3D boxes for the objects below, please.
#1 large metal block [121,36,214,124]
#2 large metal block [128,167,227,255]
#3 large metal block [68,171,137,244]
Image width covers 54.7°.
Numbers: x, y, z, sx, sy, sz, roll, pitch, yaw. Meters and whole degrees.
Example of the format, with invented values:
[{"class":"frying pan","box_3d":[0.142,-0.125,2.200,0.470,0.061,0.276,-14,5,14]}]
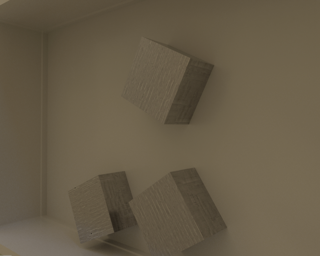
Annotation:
[{"class":"large metal block","box_3d":[0.007,-0.058,0.385,0.080,0.050,0.079,34,111,35]},{"class":"large metal block","box_3d":[0.019,0.105,0.375,0.080,0.050,0.080,-41,65,32]},{"class":"large metal block","box_3d":[-0.085,0.117,0.461,0.080,0.050,0.080,-30,71,36]}]
